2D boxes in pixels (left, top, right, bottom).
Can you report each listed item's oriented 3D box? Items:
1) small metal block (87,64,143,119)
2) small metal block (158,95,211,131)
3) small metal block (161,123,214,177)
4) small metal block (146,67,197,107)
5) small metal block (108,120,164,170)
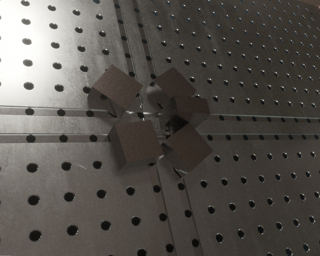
[{"bbox_3d":[-0.058,-0.048,0.407,0.050,0.025,0.050,34,51,-6],"label":"small metal block"},{"bbox_3d":[0.032,-0.019,0.423,0.050,0.050,0.025,4,60,-27],"label":"small metal block"},{"bbox_3d":[0.034,0.028,0.411,0.050,0.025,0.050,-34,81,-38],"label":"small metal block"},{"bbox_3d":[0.017,-0.055,0.453,0.050,0.025,0.050,47,51,4],"label":"small metal block"},{"bbox_3d":[-0.030,0.020,0.381,0.050,0.025,0.050,-8,66,-32],"label":"small metal block"}]
